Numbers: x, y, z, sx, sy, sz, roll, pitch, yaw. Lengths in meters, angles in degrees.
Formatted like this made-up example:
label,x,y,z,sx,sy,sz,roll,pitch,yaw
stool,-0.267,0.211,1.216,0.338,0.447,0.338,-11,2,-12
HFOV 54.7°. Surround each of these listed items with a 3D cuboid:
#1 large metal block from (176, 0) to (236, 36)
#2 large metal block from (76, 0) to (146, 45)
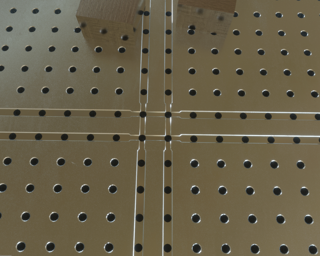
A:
label,x,y,z,sx,sy,sz,roll,pitch,yaw
large metal block,0.073,-0.195,0.471,0.080,0.050,0.080,12,70,4
large metal block,-0.070,-0.178,0.463,0.080,0.050,0.080,10,70,3
